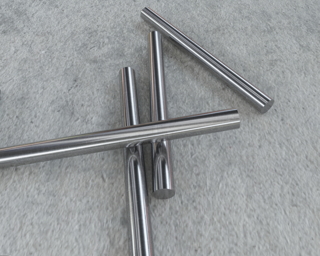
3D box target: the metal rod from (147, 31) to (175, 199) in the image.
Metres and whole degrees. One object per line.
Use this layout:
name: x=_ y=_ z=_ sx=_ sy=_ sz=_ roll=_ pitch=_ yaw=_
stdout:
metal rod: x=-0.003 y=-0.042 z=0.438 sx=0.025 sy=0.025 sz=0.300 roll=-2 pitch=50 yaw=-2

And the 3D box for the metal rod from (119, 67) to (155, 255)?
metal rod: x=-0.032 y=0.031 z=0.376 sx=0.025 sy=0.025 sz=0.300 roll=-5 pitch=50 yaw=-5

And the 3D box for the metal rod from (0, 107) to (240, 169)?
metal rod: x=-0.060 y=0.014 z=0.361 sx=0.302 sy=0.025 sz=0.025 roll=-10 pitch=50 yaw=3

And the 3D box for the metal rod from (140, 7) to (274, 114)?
metal rod: x=0.061 y=-0.123 z=0.507 sx=0.025 sy=0.025 sz=0.300 roll=-29 pitch=56 yaw=-22
